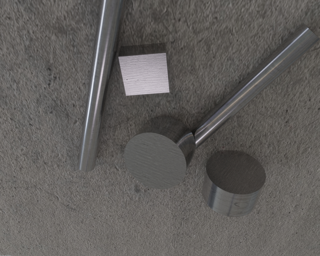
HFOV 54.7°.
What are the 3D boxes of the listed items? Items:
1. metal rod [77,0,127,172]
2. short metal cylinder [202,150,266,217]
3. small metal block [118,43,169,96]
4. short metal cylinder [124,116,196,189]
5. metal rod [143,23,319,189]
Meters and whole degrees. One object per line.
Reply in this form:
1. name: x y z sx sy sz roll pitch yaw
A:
1. metal rod: -0.069 -0.055 0.359 0.025 0.025 0.298 11 129 -10
2. short metal cylinder: 0.102 0.077 0.438 0.081 0.080 0.050 1 130 -1
3. small metal block: -0.017 -0.066 0.351 0.050 0.025 0.050 -4 130 3
4. short metal cylinder: 0.001 0.031 0.399 0.080 0.050 0.079 8 117 16
5. metal rod: 0.069 -0.009 0.400 0.025 0.025 0.299 29 124 -23
